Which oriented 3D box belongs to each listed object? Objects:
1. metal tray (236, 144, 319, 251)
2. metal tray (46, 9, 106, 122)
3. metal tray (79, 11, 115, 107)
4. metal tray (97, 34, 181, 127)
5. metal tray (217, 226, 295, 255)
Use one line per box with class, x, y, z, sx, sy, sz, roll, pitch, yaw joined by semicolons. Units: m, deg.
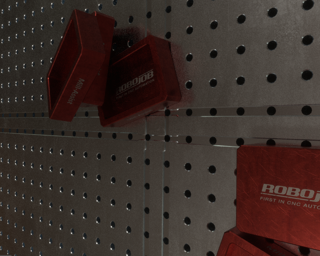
metal tray;0.139;0.063;0.291;0.130;0.030;0.089;1;91;39
metal tray;-0.120;-0.082;0.424;0.129;0.030;0.090;-50;45;37
metal tray;-0.108;-0.098;0.467;0.090;0.030;0.129;3;85;56
metal tray;-0.039;-0.061;0.435;0.130;0.030;0.090;-20;77;37
metal tray;0.115;0.170;0.310;0.130;0.030;0.089;25;105;37
